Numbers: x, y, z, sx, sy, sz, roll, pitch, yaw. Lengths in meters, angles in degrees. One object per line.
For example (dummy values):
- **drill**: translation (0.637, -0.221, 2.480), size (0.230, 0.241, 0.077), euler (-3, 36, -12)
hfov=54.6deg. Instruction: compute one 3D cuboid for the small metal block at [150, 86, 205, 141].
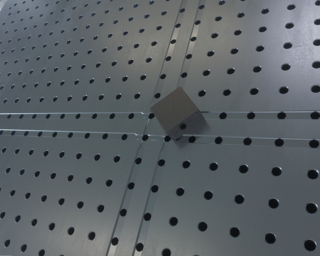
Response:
- **small metal block**: translation (0.022, -0.019, 0.409), size (0.050, 0.025, 0.050), euler (-36, 51, 4)
